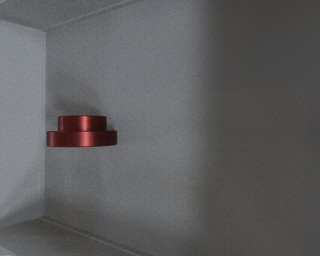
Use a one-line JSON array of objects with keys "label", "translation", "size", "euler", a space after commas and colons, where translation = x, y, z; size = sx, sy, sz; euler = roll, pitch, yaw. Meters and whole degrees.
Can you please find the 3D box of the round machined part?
[{"label": "round machined part", "translation": [-0.112, 0.004, 0.449], "size": [0.098, 0.099, 0.042], "euler": [-1, 90, 39]}]
